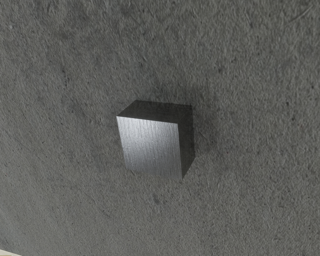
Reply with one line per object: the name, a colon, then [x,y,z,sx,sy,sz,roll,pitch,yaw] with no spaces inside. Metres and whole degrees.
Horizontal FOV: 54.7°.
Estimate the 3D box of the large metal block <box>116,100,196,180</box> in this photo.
large metal block: [-0.002,0.013,0.400,0.080,0.050,0.079,8,122,24]
